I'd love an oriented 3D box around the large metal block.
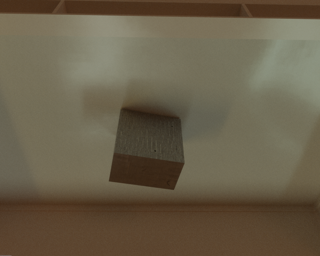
[{"bbox_3d":[-0.017,0.026,0.392,0.081,0.080,0.050,9,129,-8],"label":"large metal block"}]
